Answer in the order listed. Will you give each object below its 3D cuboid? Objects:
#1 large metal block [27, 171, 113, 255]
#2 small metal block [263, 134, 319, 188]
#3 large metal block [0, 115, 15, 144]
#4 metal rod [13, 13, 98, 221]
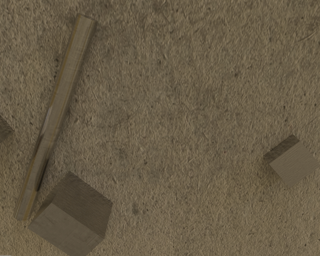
[{"bbox_3d":[-0.117,0.118,0.423,0.080,0.080,0.050,41,105,-14],"label":"large metal block"},{"bbox_3d":[0.182,0.045,0.428,0.050,0.025,0.050,-41,105,13],"label":"small metal block"},{"bbox_3d":[-0.246,0.019,0.385,0.080,0.080,0.050,-31,107,11],"label":"large metal block"},{"bbox_3d":[-0.143,-0.001,0.408,0.025,0.025,0.298,22,108,-8],"label":"metal rod"}]
